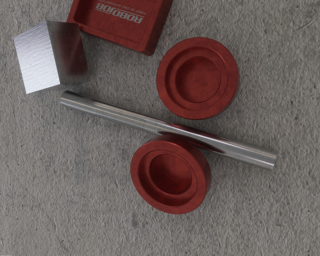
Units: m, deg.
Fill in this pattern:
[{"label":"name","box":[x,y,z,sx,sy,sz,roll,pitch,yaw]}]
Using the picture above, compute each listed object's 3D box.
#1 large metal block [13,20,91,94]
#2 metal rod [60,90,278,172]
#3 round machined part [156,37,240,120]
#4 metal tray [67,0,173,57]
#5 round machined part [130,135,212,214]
[{"label":"large metal block","box":[-0.151,-0.096,0.431,0.080,0.050,0.080,-7,97,37]},{"label":"metal rod","box":[-0.002,-0.002,0.409,0.301,0.025,0.025,17,96,19]},{"label":"round machined part","box":[0.049,-0.058,0.383,0.098,0.042,0.097,0,90,20]},{"label":"metal tray","box":[-0.057,-0.162,0.426,0.130,0.030,0.089,23,98,18]},{"label":"round machined part","box":[0.016,0.053,0.383,0.098,0.042,0.097,9,114,22]}]
